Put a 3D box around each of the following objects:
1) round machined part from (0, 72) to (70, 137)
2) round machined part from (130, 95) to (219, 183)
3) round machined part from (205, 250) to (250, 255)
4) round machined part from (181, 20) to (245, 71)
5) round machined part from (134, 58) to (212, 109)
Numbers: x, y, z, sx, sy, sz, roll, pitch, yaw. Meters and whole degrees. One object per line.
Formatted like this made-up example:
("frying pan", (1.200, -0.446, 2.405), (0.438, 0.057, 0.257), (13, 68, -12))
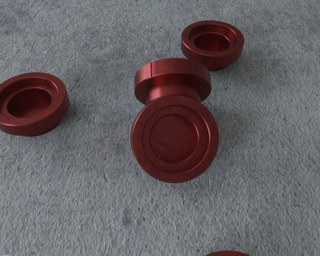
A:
("round machined part", (-0.171, -0.027, 0.414), (0.099, 0.042, 0.098), (0, 50, 0))
("round machined part", (0.015, 0.012, 0.360), (0.099, 0.042, 0.097), (0, 92, -10))
("round machined part", (0.064, 0.154, 0.263), (0.099, 0.042, 0.098), (0, 50, 0))
("round machined part", (0.083, -0.129, 0.501), (0.099, 0.042, 0.098), (0, 50, 0))
("round machined part", (0.017, -0.044, 0.396), (0.099, 0.098, 0.042), (-2, 68, -1))
